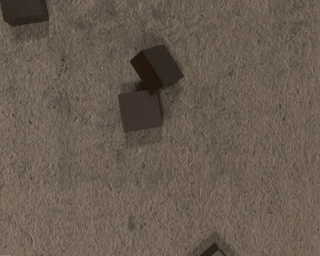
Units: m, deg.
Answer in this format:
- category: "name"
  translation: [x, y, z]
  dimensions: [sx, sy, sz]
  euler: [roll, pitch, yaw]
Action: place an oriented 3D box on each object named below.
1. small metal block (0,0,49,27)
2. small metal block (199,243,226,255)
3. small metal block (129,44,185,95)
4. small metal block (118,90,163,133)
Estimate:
- category: "small metal block"
  translation: [-0.179, -0.166, 0.408]
  dimensions: [0.050, 0.025, 0.050]
  euler: [-10, 90, -1]
- category: "small metal block"
  translation: [0.073, 0.192, 0.411]
  dimensions: [0.050, 0.025, 0.050]
  euler: [-41, 91, 0]
- category: "small metal block"
  translation: [-0.003, -0.075, 0.395]
  dimensions: [0.025, 0.050, 0.050]
  euler: [-32, 90, 40]
- category: "small metal block"
  translation: [-0.025, -0.023, 0.410]
  dimensions: [0.050, 0.025, 0.050]
  euler: [-9, 90, -1]
